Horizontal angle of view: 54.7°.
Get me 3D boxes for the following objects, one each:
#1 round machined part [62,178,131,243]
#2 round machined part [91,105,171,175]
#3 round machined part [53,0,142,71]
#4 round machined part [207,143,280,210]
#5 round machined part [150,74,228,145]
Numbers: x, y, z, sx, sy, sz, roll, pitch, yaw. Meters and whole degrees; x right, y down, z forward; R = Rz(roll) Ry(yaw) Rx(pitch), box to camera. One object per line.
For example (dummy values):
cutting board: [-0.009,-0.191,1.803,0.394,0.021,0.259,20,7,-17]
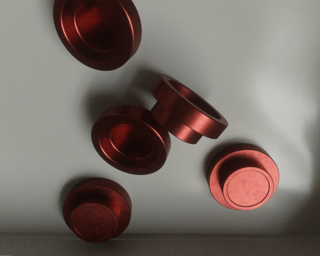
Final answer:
round machined part: [-0.091,0.125,0.447,0.099,0.042,0.097,0,110,-1]
round machined part: [-0.033,0.010,0.393,0.098,0.042,0.097,10,130,13]
round machined part: [-0.064,-0.117,0.344,0.098,0.042,0.097,14,132,17]
round machined part: [0.118,0.074,0.431,0.099,0.042,0.097,0,110,-1]
round machined part: [0.029,-0.018,0.367,0.098,0.098,0.042,33,107,-12]
